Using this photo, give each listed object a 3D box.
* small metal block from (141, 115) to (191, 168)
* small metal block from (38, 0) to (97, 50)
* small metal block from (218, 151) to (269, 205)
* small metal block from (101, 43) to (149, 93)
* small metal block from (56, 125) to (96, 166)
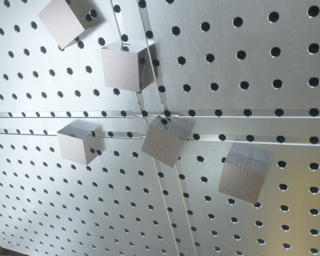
[{"bbox_3d":[0.008,0.018,0.419,0.050,0.025,0.050,28,128,10],"label":"small metal block"},{"bbox_3d":[-0.117,-0.136,0.390,0.050,0.025,0.050,-24,106,36],"label":"small metal block"},{"bbox_3d":[0.105,0.063,0.395,0.050,0.025,0.050,16,125,19],"label":"small metal block"},{"bbox_3d":[-0.043,-0.076,0.388,0.050,0.025,0.050,12,124,21],"label":"small metal block"},{"bbox_3d":[-0.134,0.028,0.500,0.050,0.025,0.050,13,124,21],"label":"small metal block"}]
